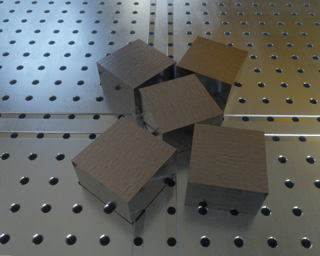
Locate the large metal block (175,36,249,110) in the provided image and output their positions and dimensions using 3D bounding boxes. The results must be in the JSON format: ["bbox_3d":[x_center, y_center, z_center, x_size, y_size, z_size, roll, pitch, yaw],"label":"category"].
[{"bbox_3d":[0.076,-0.084,0.461,0.080,0.050,0.080,22,54,14],"label":"large metal block"}]

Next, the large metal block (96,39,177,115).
[{"bbox_3d":[-0.033,-0.078,0.457,0.080,0.050,0.080,-37,59,-26],"label":"large metal block"}]

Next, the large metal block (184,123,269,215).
[{"bbox_3d":[0.074,0.045,0.354,0.080,0.050,0.080,7,50,5],"label":"large metal block"}]

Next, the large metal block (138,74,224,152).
[{"bbox_3d":[0.025,-0.018,0.406,0.081,0.050,0.080,-18,52,-14],"label":"large metal block"}]

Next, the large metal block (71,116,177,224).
[{"bbox_3d":[-0.038,0.045,0.352,0.080,0.050,0.080,30,56,23],"label":"large metal block"}]
